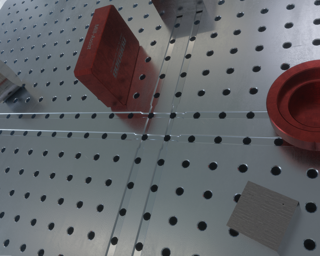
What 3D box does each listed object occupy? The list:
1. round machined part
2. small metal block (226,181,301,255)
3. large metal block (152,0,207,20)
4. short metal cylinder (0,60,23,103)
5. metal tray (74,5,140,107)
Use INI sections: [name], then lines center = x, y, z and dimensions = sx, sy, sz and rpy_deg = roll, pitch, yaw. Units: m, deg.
[round machined part]
center = 0.165, -0.020, 0.323
dimensions = 0.098, 0.042, 0.098
rpy_deg = -13, 56, 21
[small metal block]
center = 0.101, 0.087, 0.302
dimensions = 0.050, 0.025, 0.050
rpy_deg = 21, 72, 35
[large metal block]
center = 0.036, -0.237, 0.519
dimensions = 0.080, 0.050, 0.080
rpy_deg = -4, 60, 26
[short metal cylinder]
center = -0.315, -0.094, 0.597
dimensions = 0.050, 0.080, 0.080
rpy_deg = -41, 51, 1
[metal tray]
center = -0.076, -0.108, 0.472
dimensions = 0.030, 0.090, 0.130
rpy_deg = -5, 59, 26
